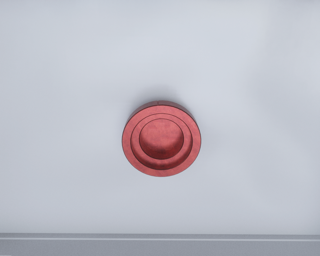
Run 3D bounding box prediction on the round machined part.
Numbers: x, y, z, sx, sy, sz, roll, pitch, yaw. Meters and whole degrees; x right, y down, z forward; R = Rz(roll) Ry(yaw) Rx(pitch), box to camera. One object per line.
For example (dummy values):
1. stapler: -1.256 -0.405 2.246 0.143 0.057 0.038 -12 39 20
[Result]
1. round machined part: 0.002 0.011 0.402 0.099 0.042 0.097 0 110 -1
